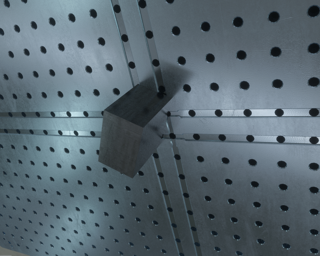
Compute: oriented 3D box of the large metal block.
[{"bbox_3d":[-0.031,0.002,0.394,0.050,0.080,0.079,24,127,13],"label":"large metal block"}]
